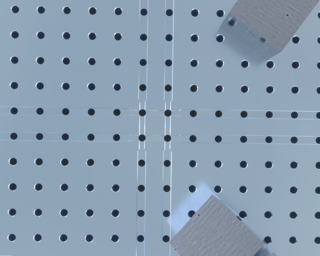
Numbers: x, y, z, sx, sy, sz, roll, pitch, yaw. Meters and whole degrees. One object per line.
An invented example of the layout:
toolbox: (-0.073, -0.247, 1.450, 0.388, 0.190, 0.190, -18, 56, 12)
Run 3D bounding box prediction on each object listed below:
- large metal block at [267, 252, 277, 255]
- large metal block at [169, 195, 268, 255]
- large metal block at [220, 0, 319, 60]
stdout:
large metal block: (0.132, 0.217, 0.381, 0.080, 0.080, 0.050, -27, 126, 0)
large metal block: (0.073, 0.144, 0.385, 0.080, 0.050, 0.080, -48, 58, 0)
large metal block: (0.140, -0.149, 0.403, 0.080, 0.050, 0.080, 36, 90, -1)
